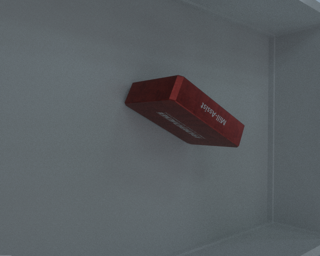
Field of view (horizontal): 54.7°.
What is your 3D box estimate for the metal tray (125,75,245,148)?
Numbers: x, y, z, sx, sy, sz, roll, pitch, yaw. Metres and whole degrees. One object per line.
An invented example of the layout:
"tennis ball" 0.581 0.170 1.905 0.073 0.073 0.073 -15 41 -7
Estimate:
"metal tray" 0.033 -0.016 0.389 0.130 0.090 0.030 31 71 -37
